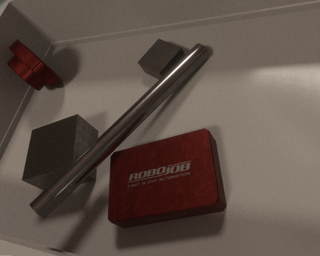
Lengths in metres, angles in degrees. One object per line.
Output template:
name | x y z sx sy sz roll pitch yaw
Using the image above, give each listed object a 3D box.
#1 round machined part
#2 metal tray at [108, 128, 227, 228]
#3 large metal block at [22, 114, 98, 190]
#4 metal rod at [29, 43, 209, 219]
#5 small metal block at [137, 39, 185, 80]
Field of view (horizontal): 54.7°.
round machined part | -0.221 -0.102 0.535 0.042 0.098 0.098 -47 52 -5
metal tray | 0.004 0.060 0.362 0.130 0.030 0.090 -15 56 19
large metal block | -0.137 0.037 0.436 0.080 0.050 0.080 -17 54 18
metal rod | -0.041 -0.007 0.400 0.025 0.025 0.301 32 70 37
small metal block | 0.004 -0.101 0.464 0.050 0.025 0.050 34 80 38
